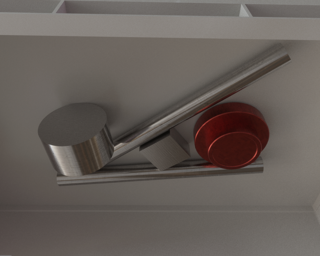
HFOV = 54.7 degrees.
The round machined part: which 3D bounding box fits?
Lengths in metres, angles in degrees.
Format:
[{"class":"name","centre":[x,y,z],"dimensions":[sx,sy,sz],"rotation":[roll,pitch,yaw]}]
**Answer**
[{"class":"round machined part","centre":[0.095,0.017,0.410],"dimensions":[0.099,0.042,0.097],"rotation":[-1,130,0]}]

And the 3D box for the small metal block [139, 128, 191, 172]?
[{"class":"small metal block","centre":[0.007,0.028,0.430],"dimensions":[0.050,0.025,0.050],"rotation":[-29,125,22]}]

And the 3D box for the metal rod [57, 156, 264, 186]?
[{"class":"metal rod","centre":[-0.001,0.065,0.462],"dimensions":[0.302,0.025,0.025],"rotation":[-4,130,3]}]

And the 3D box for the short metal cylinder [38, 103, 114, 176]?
[{"class":"short metal cylinder","centre":[-0.101,0.013,0.381],"dimensions":[0.080,0.080,0.050],"rotation":[-4,130,3]}]

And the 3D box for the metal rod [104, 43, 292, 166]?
[{"class":"metal rod","centre":[0.017,-0.015,0.395],"dimensions":[0.300,0.025,0.025],"rotation":[-29,125,22]}]
